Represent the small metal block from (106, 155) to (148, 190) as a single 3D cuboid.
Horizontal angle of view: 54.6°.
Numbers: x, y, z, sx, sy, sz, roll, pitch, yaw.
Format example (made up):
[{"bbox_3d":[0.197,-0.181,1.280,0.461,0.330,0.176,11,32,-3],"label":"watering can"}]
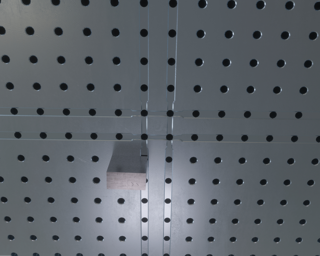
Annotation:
[{"bbox_3d":[-0.043,0.060,0.422,0.050,0.050,0.025,2,110,-1],"label":"small metal block"}]
